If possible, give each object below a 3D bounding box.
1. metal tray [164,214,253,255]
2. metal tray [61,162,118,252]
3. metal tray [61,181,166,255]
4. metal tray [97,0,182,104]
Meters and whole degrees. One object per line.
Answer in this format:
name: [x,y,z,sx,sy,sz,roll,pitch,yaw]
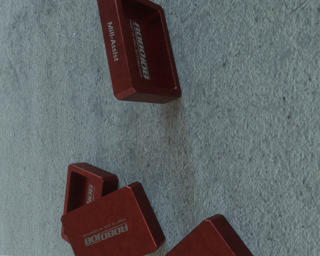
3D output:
metal tray: [0.050,0.175,0.361,0.129,0.030,0.090,-52,60,27]
metal tray: [-0.115,0.129,0.496,0.090,0.030,0.129,13,98,39]
metal tray: [-0.068,0.140,0.430,0.130,0.030,0.090,-28,82,22]
metal tray: [-0.023,-0.097,0.381,0.030,0.091,0.129,-19,78,39]
